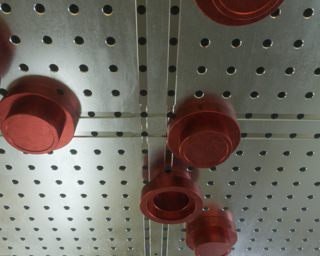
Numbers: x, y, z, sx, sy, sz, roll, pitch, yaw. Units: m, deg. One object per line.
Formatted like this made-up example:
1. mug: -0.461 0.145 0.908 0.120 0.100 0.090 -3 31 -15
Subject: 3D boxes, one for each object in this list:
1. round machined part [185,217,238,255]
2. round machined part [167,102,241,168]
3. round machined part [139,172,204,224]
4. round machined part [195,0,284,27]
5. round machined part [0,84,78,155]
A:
1. round machined part: 0.096 0.212 0.581 0.099 0.042 0.097 0 130 0
2. round machined part: 0.059 0.016 0.415 0.099 0.042 0.097 0 130 0
3. round machined part: 0.018 0.107 0.492 0.099 0.042 0.097 0 130 0
4. round machined part: 0.077 -0.139 0.282 0.099 0.042 0.097 0 130 0
5. round machined part: -0.159 -0.004 0.396 0.099 0.042 0.097 0 130 0
